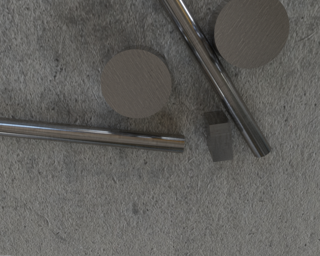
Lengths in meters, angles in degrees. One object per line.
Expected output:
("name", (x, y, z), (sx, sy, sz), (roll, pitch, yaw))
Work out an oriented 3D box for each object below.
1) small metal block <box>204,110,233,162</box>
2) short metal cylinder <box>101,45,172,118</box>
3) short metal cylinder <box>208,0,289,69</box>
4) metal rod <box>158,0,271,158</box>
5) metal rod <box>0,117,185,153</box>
("small metal block", (0.075, 0.009, 0.401), (0.025, 0.050, 0.050), (-8, 110, 3))
("short metal cylinder", (-0.027, -0.057, 0.375), (0.081, 0.050, 0.079), (0, 110, 0))
("short metal cylinder", (0.099, -0.112, 0.356), (0.081, 0.050, 0.079), (0, 110, 0))
("metal rod", (0.057, -0.084, 0.379), (0.025, 0.025, 0.299), (-32, 107, 11))
("metal rod", (-0.119, 0.007, 0.411), (0.302, 0.025, 0.025), (6, 110, -3))
